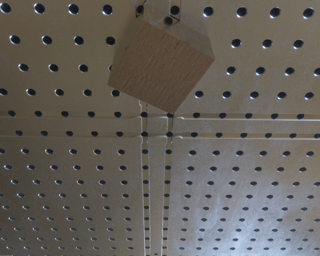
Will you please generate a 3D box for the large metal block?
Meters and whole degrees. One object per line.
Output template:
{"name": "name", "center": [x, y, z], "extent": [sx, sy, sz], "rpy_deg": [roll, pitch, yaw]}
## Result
{"name": "large metal block", "center": [0.000, -0.072, 0.334], "extent": [0.080, 0.050, 0.080], "rpy_deg": [24, 126, -19]}
